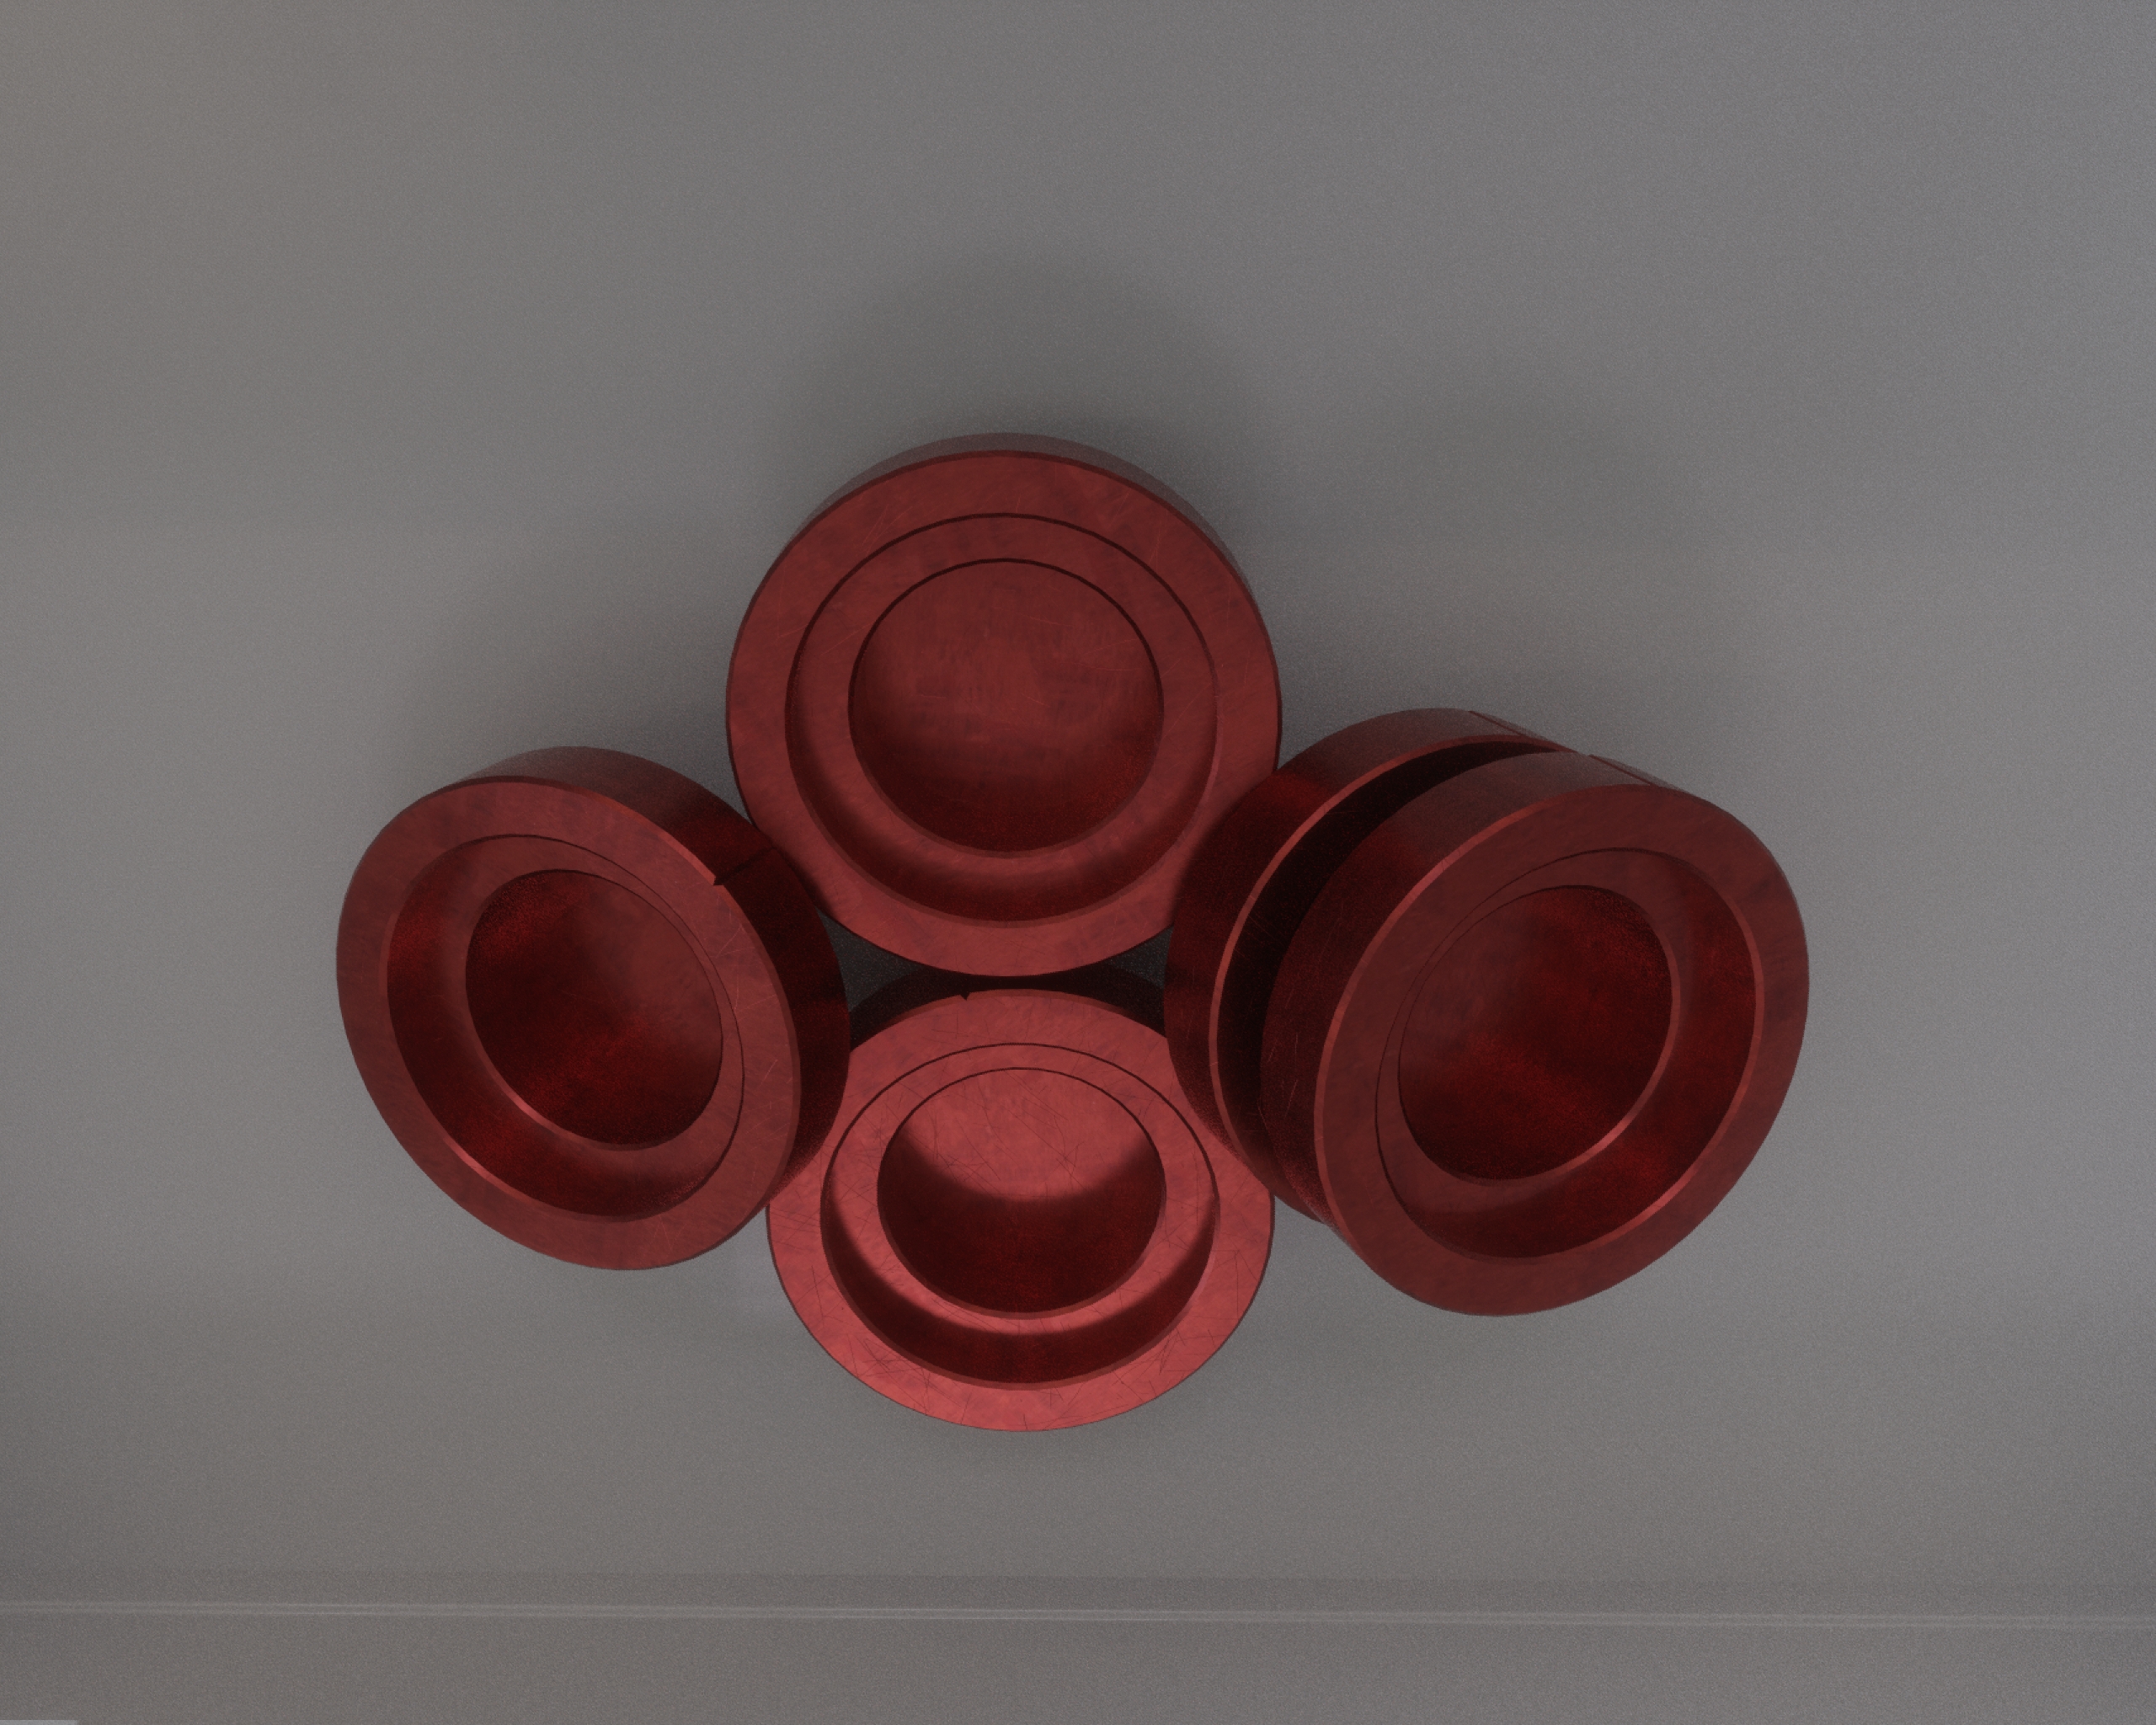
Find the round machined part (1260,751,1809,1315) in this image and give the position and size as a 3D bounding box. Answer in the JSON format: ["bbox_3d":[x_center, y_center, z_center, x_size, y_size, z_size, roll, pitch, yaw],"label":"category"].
[{"bbox_3d":[0.076,0.027,0.370,0.099,0.042,0.097,-8,112,-21],"label":"round machined part"}]

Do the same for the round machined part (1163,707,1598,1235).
[{"bbox_3d":[0.061,0.017,0.396,0.099,0.042,0.097,-8,111,-21],"label":"round machined part"}]

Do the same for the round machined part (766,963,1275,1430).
[{"bbox_3d":[-0.011,0.062,0.422,0.099,0.042,0.097,0,110,0],"label":"round machined part"}]

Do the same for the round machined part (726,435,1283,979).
[{"bbox_3d":[-0.013,-0.031,0.388,0.099,0.042,0.097,0,110,0],"label":"round machined part"}]

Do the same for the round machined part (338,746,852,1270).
[{"bbox_3d":[-0.087,0.024,0.398,0.098,0.042,0.097,7,111,19],"label":"round machined part"}]
